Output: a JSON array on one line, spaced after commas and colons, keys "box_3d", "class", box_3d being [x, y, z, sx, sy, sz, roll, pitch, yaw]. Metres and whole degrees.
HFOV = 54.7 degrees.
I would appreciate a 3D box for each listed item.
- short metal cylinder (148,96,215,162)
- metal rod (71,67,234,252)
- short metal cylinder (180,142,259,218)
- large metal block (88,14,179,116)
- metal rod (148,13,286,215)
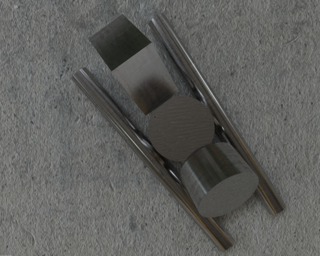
[{"box_3d": [0.026, 0.001, 0.399, 0.081, 0.050, 0.080, 0, 90, 0], "class": "short metal cylinder"}, {"box_3d": [-0.009, 0.041, 0.410, 0.025, 0.025, 0.300, -41, 90, 0], "class": "metal rod"}, {"box_3d": [0.071, 0.064, 0.378, 0.080, 0.080, 0.050, -31, 48, 0], "class": "short metal cylinder"}, {"box_3d": [-0.031, -0.074, 0.368, 0.050, 0.080, 0.080, -36, 49, 0], "class": "large metal block"}, {"box_3d": [0.076, -0.018, 0.411, 0.025, 0.025, 0.299, -33, 90, 0], "class": "metal rod"}]
